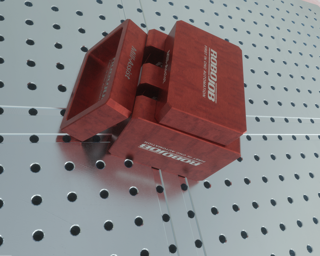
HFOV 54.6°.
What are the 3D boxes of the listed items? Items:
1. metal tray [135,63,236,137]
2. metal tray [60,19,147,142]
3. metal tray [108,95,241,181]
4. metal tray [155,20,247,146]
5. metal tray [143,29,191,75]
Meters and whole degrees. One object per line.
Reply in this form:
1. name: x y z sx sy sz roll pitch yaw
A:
1. metal tray: 0.021 -0.021 0.389 0.131 0.090 0.030 19 53 -19
2. metal tray: -0.064 -0.057 0.363 0.030 0.090 0.130 35 47 -34
3. metal tray: 0.016 0.018 0.363 0.131 0.090 0.030 19 55 -17
4. metal tray: 0.048 -0.053 0.346 0.091 0.030 0.130 19 54 -17
5. metal tray: 0.028 -0.070 0.422 0.131 0.090 0.030 19 55 -17
